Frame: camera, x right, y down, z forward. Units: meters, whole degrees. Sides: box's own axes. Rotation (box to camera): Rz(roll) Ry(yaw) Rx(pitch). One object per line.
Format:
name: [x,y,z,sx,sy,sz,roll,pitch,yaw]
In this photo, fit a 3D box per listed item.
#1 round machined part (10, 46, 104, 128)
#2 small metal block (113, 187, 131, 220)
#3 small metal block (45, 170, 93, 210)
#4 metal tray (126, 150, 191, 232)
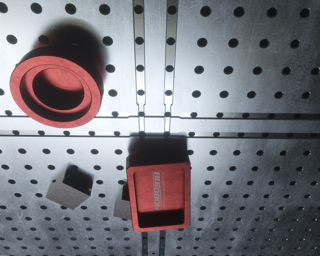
round machined part: [-0.114,-0.050,0.357,0.099,0.042,0.097,-1,130,0]
small metal block: [-0.047,0.130,0.522,0.050,0.025,0.050,16,128,-14]
small metal block: [-0.145,0.100,0.495,0.050,0.025,0.050,35,122,-27]
metal tray: [-0.001,0.099,0.471,0.091,0.030,0.129,-4,119,-3]
